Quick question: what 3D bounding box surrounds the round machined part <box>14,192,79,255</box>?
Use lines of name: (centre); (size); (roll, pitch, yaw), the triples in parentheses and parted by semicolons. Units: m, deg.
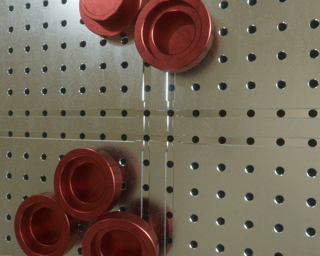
round machined part: (-0.163, 0.144, 0.462); (0.098, 0.042, 0.097); (0, 90, 20)

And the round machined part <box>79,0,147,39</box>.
round machined part: (-0.071, -0.177, 0.429); (0.098, 0.042, 0.097); (0, 90, 20)

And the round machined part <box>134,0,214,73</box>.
round machined part: (0.020, -0.119, 0.397); (0.098, 0.042, 0.097); (0, 90, 20)

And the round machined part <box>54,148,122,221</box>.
round machined part: (-0.096, 0.076, 0.437); (0.098, 0.042, 0.097); (-1, 88, 21)

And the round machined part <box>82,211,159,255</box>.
round machined part: (-0.050, 0.155, 0.413); (0.098, 0.042, 0.097); (2, 103, 8)
